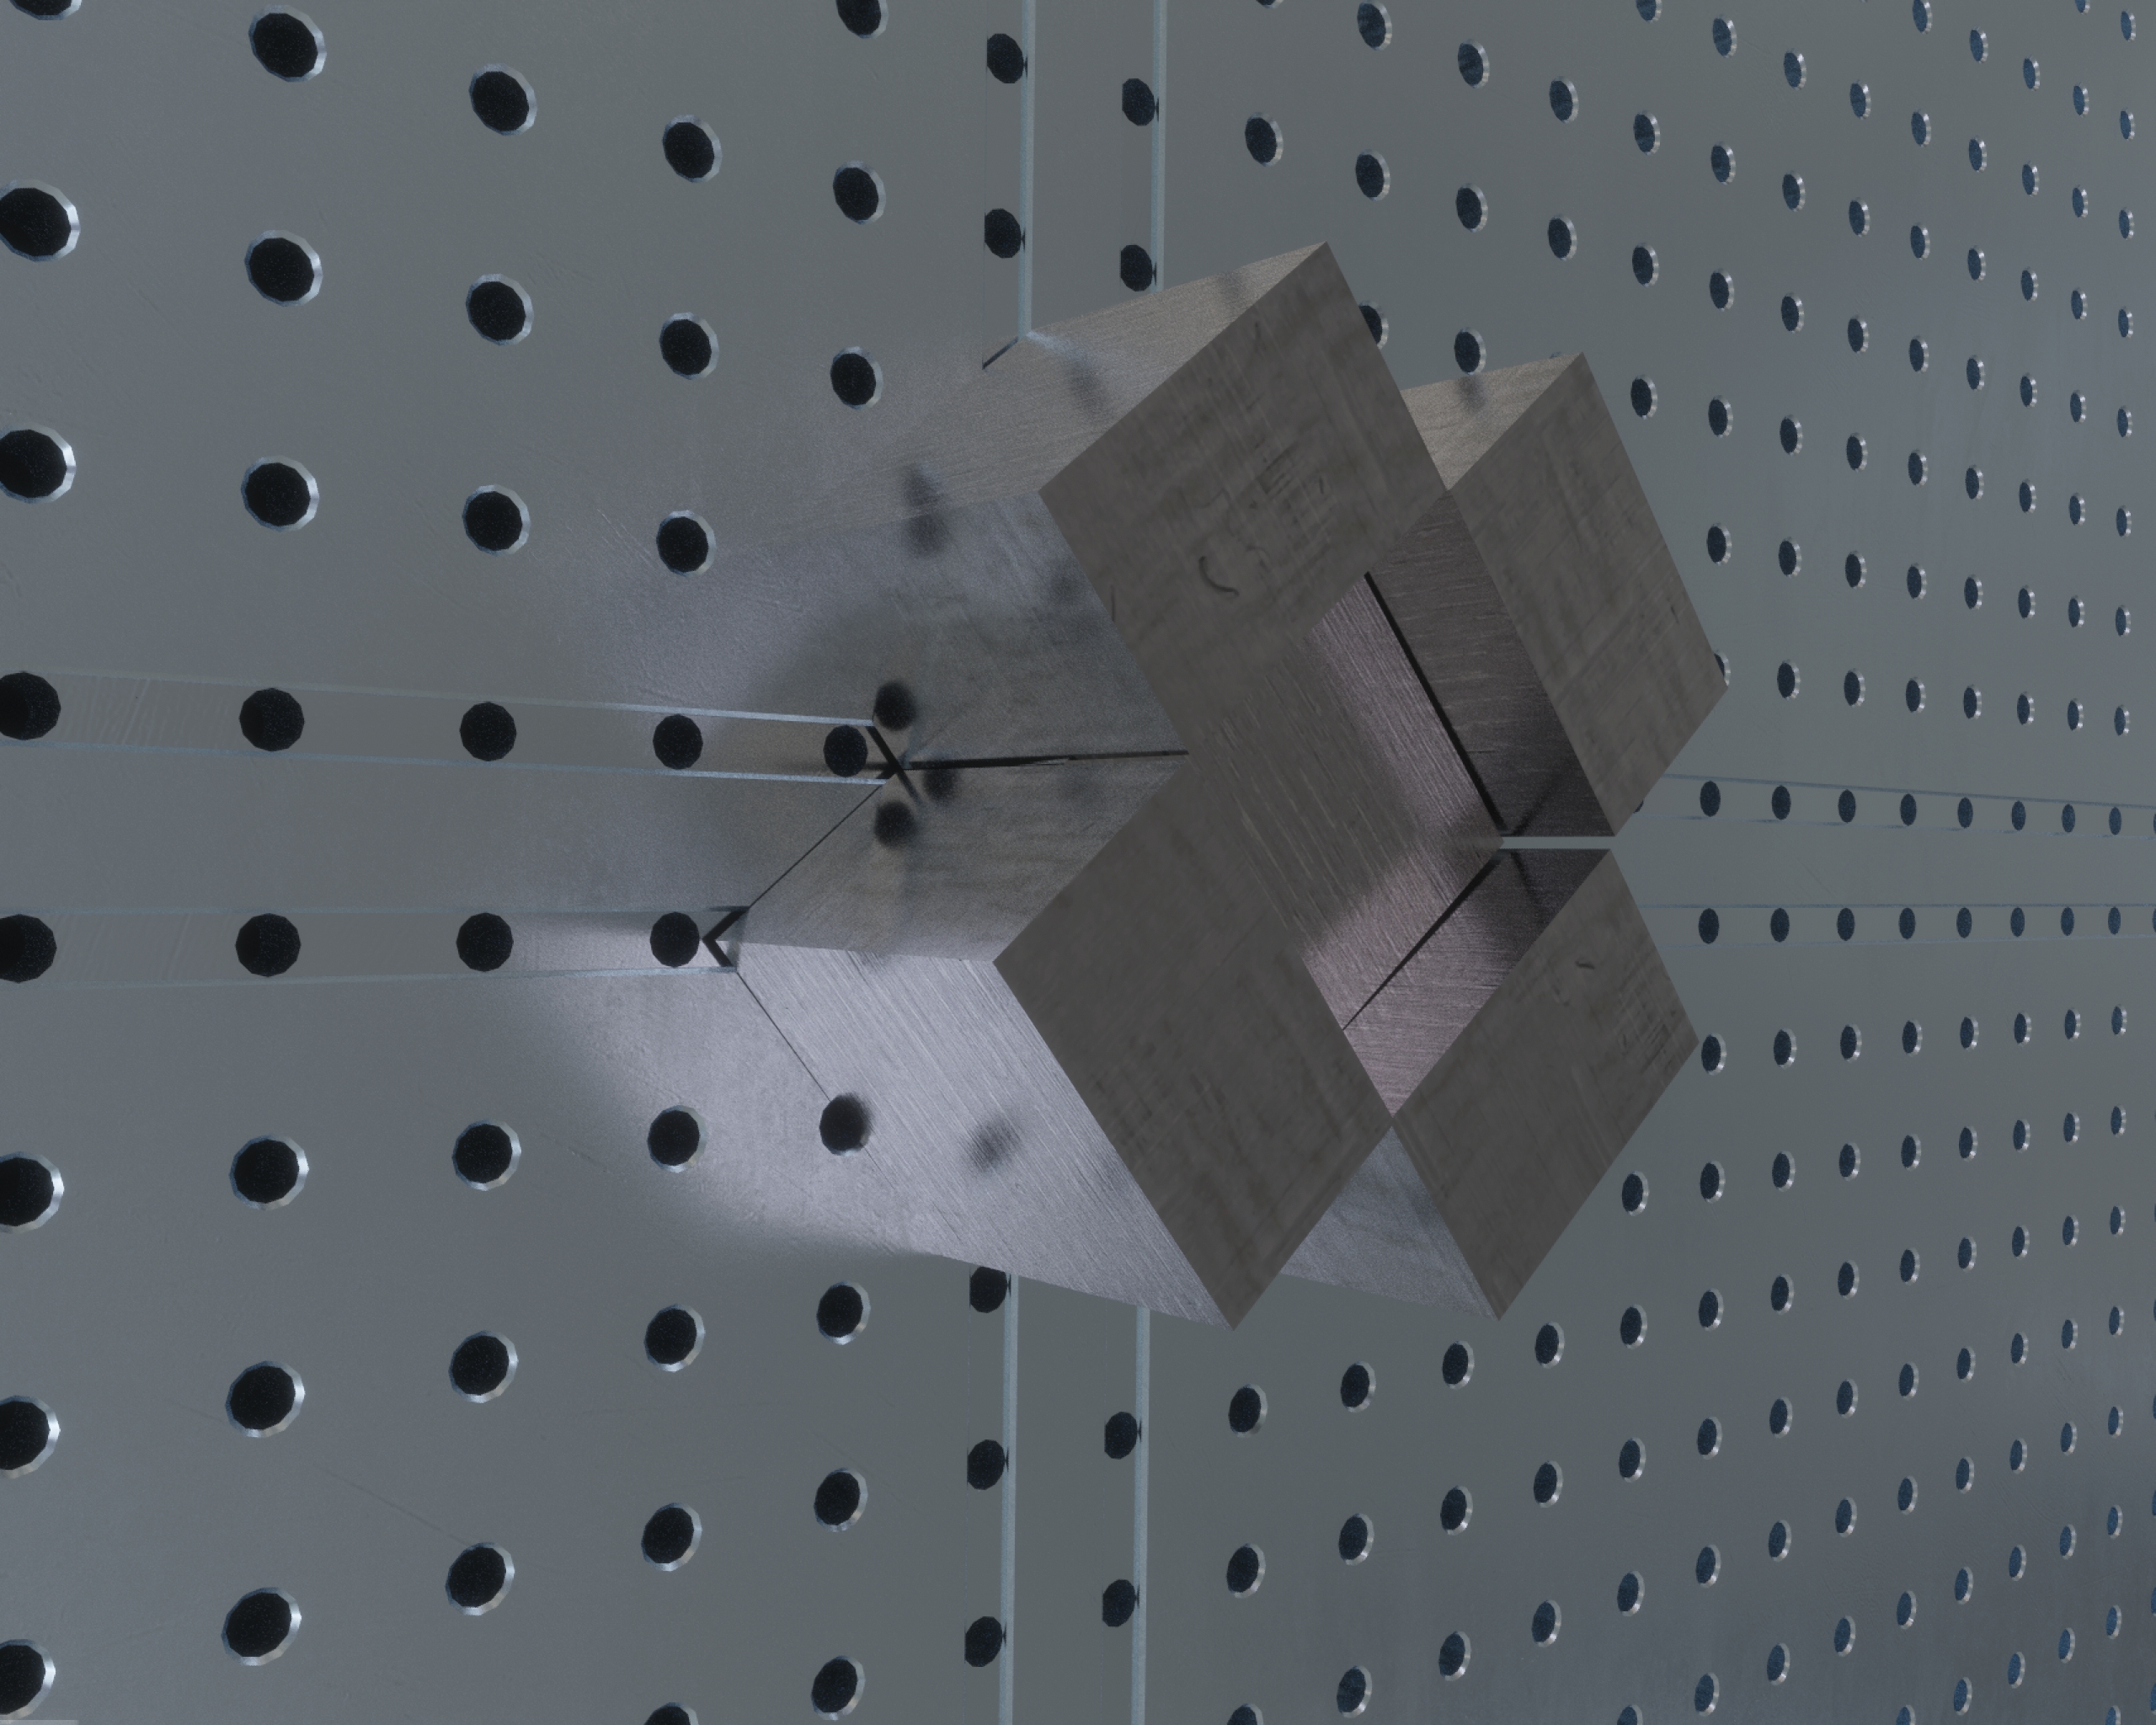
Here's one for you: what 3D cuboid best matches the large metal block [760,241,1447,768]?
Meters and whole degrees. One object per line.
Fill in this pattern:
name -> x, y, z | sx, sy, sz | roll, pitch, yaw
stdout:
large metal block -> 0.005, -0.062, 0.376 | 0.080, 0.080, 0.050 | -46, 118, -30

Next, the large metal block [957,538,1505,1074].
large metal block -> 0.027, -0.011, 0.413 | 0.080, 0.050, 0.080 | -45, 116, -28

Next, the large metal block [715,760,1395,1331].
large metal block -> -0.004, 0.030, 0.368 | 0.050, 0.080, 0.080 | -46, 118, -30

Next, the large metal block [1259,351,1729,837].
large metal block -> 0.075, -0.052, 0.435 | 0.050, 0.080, 0.080 | -46, 118, -30

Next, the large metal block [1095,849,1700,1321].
large metal block -> 0.066, 0.041, 0.429 | 0.080, 0.080, 0.050 | -44, 117, -31
